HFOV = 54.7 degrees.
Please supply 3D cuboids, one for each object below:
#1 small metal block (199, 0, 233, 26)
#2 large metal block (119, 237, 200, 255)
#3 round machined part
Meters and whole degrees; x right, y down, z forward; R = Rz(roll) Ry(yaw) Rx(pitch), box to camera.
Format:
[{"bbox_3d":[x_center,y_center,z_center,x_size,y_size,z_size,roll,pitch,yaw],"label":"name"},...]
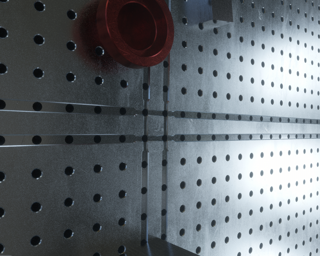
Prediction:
[{"bbox_3d":[0.087,-0.190,0.485,0.050,0.025,0.050,-10,97,-40],"label":"small metal block"},{"bbox_3d":[-0.005,0.180,0.371,0.081,0.080,0.050,-10,96,-40],"label":"large metal block"},{"bbox_3d":[-0.033,-0.120,0.372,0.099,0.042,0.097,0,90,-40],"label":"round machined part"}]
